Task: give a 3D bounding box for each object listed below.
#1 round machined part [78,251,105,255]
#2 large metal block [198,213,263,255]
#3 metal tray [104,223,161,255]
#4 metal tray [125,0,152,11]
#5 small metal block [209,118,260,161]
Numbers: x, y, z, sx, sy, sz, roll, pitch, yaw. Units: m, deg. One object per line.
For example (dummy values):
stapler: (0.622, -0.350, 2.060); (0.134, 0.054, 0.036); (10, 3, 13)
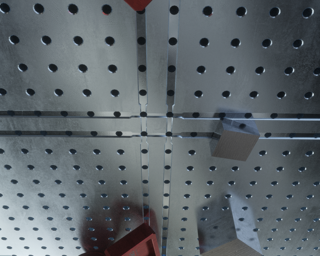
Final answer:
round machined part: (-0.135, 0.280, 0.614); (0.099, 0.098, 0.042); (2, 94, -2)
large metal block: (0.129, 0.213, 0.577); (0.080, 0.050, 0.080); (-36, 122, 26)
metal tray: (-0.046, 0.248, 0.587); (0.091, 0.030, 0.129); (-29, 134, -23)
metal tray: (-0.035, -0.176, 0.257); (0.130, 0.030, 0.090); (37, 121, -27)
small metal block: (0.101, 0.017, 0.427); (0.050, 0.025, 0.050); (9, 130, -8)
